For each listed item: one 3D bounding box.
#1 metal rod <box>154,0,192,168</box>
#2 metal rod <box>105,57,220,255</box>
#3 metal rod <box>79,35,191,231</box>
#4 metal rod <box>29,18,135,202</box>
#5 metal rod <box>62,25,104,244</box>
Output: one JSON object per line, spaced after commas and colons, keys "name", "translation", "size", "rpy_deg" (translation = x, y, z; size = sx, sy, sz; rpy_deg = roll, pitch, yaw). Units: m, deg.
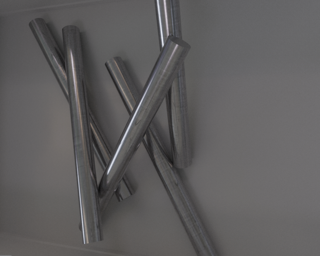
{"name": "metal rod", "translation": [0.012, -0.086, 0.333], "size": [0.025, 0.025, 0.298], "rpy_deg": [3, 120, 20]}
{"name": "metal rod", "translation": [0.000, 0.039, 0.410], "size": [0.025, 0.025, 0.299], "rpy_deg": [-29, 81, 17]}
{"name": "metal rod", "translation": [-0.043, 0.030, 0.376], "size": [0.025, 0.025, 0.298], "rpy_deg": [38, 121, 16]}
{"name": "metal rod", "translation": [-0.117, -0.033, 0.451], "size": [0.025, 0.025, 0.299], "rpy_deg": [-32, 80, 17]}
{"name": "metal rod", "translation": [-0.106, -0.003, 0.416], "size": [0.025, 0.025, 0.299], "rpy_deg": [-16, 73, 19]}
